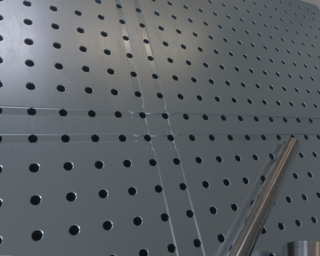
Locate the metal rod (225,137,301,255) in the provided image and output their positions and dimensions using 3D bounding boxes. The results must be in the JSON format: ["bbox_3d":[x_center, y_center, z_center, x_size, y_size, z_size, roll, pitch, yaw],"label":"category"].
[{"bbox_3d":[0.135,0.108,0.415,0.025,0.025,0.302,44,51,2],"label":"metal rod"}]

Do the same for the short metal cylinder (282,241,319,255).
[{"bbox_3d":[0.186,0.175,0.366,0.080,0.080,0.050,29,52,-10],"label":"short metal cylinder"}]
